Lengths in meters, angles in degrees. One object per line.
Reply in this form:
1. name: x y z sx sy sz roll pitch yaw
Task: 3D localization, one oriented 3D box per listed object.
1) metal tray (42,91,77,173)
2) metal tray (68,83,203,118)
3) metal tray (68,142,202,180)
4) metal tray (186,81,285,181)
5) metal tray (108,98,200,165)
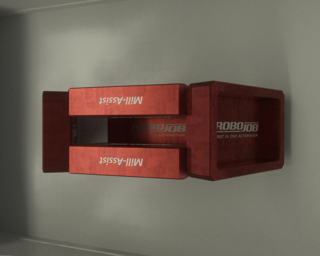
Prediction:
1. metal tray: -0.125 0.003 0.399 0.030 0.130 0.089 0 91 -12
2. metal tray: -0.024 -0.027 0.350 0.130 0.090 0.030 0 90 20
3. metal tray: -0.024 0.033 0.351 0.130 0.090 0.030 0 90 19
4. metal tray: 0.084 0.002 0.325 0.030 0.131 0.089 1 91 49
5. metal tray: -0.004 0.003 0.408 0.130 0.030 0.089 0 90 19
